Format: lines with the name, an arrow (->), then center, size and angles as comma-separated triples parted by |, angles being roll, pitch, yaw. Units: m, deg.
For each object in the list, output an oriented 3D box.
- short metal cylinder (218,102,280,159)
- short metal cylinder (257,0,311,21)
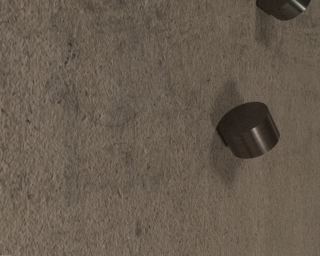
short metal cylinder -> 0.140, 0.003, 0.490 | 0.080, 0.080, 0.050 | -49, 119, -29
short metal cylinder -> 0.225, -0.243, 0.560 | 0.050, 0.080, 0.080 | 11, 83, -40
